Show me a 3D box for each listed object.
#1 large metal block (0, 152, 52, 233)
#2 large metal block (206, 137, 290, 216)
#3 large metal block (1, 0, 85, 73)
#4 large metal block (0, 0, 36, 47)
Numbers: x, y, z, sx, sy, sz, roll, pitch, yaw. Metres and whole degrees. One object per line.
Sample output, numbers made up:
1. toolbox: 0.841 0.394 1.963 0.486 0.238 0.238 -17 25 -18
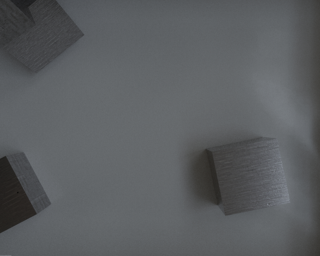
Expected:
1. large metal block: -0.202 0.087 0.397 0.080 0.050 0.080 -28 90 0
2. large metal block: 0.110 0.059 0.400 0.080 0.050 0.080 -12 90 0
3. large metal block: -0.154 -0.126 0.376 0.080 0.080 0.050 -39 66 0
4. large metal block: -0.177 -0.137 0.298 0.050 0.080 0.080 -31 66 4
